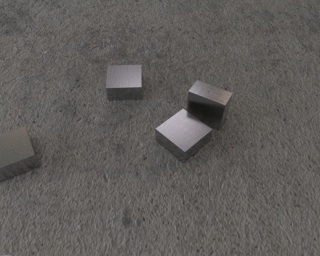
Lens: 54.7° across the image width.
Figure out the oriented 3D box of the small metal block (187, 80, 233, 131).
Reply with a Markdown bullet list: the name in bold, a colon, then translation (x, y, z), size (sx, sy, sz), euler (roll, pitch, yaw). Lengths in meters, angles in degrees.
- **small metal block**: translation (0.064, -0.030, 0.412), size (0.050, 0.050, 0.025), euler (24, 54, 19)

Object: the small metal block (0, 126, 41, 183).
- **small metal block**: translation (-0.179, 0.031, 0.376), size (0.050, 0.025, 0.050), euler (-22, 54, -18)

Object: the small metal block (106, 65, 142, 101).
- **small metal block**: translation (-0.052, -0.068, 0.460), size (0.050, 0.025, 0.050), euler (-2, 50, -2)

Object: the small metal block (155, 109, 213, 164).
- **small metal block**: translation (0.030, 0.009, 0.395), size (0.050, 0.025, 0.050), euler (-37, 59, -27)
